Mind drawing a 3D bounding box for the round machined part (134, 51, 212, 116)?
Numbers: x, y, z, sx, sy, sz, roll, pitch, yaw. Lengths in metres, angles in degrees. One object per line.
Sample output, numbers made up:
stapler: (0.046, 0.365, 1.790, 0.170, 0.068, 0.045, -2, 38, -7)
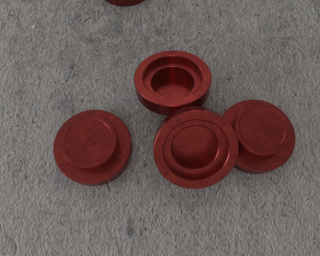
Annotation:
round machined part: (0.017, -0.054, 0.411, 0.099, 0.042, 0.098, -1, 55, 2)

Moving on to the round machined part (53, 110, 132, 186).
round machined part: (-0.085, 0.021, 0.391, 0.099, 0.042, 0.098, 0, 70, 0)

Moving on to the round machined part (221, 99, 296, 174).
round machined part: (0.125, 0.007, 0.397, 0.099, 0.042, 0.098, 0, 70, 0)

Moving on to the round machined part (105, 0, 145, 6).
round machined part: (-0.057, -0.245, 0.488, 0.099, 0.042, 0.098, 0, 70, 0)

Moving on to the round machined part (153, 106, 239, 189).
round machined part: (0.041, 0.020, 0.375, 0.099, 0.042, 0.097, -1, 108, -2)
